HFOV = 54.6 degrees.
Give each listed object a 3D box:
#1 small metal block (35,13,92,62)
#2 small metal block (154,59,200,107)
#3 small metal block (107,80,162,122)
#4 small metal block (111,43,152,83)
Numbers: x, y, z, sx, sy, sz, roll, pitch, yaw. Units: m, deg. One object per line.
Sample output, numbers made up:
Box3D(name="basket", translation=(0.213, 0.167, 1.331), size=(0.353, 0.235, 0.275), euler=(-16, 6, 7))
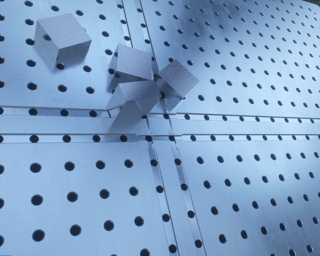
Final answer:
Box3D(name="small metal block", translation=(-0.128, -0.122, 0.413), size=(0.050, 0.025, 0.050), euler=(-31, 79, -38))
Box3D(name="small metal block", translation=(0.023, -0.068, 0.461), size=(0.050, 0.025, 0.050), euler=(43, 51, 1))
Box3D(name="small metal block", translation=(-0.034, -0.034, 0.395), size=(0.050, 0.050, 0.025), euler=(-12, 68, -33))
Box3D(name="small metal block", translation=(-0.040, -0.086, 0.439), size=(0.050, 0.025, 0.050), euler=(12, 57, -21))
